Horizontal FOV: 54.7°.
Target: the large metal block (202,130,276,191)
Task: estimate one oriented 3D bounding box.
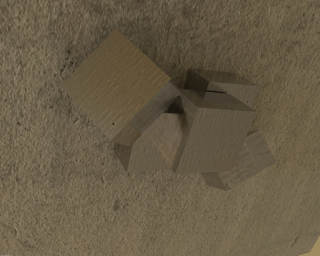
[{"bbox_3d":[0.105,0.046,0.452,0.080,0.080,0.050,-28,90,-11],"label":"large metal block"}]

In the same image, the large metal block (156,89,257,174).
[{"bbox_3d":[0.051,0.004,0.357,0.081,0.050,0.079,2,118,-30],"label":"large metal block"}]

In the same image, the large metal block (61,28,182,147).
[{"bbox_3d":[-0.038,-0.039,0.320,0.080,0.080,0.050,-46,163,3],"label":"large metal block"}]

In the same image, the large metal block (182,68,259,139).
[{"bbox_3d":[0.073,-0.031,0.415,0.081,0.050,0.079,0,119,-29],"label":"large metal block"}]

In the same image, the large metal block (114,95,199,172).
[{"bbox_3d":[-0.006,0.006,0.391,0.081,0.050,0.079,0,119,-29],"label":"large metal block"}]
